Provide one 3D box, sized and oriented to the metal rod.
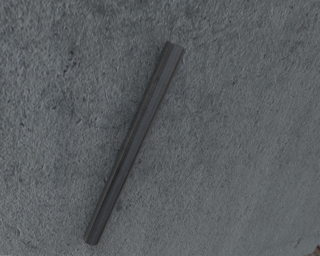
[{"bbox_3d":[-0.040,0.033,0.404,0.025,0.025,0.298,12,112,-33],"label":"metal rod"}]
